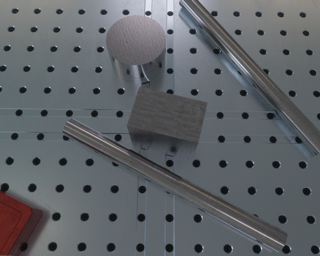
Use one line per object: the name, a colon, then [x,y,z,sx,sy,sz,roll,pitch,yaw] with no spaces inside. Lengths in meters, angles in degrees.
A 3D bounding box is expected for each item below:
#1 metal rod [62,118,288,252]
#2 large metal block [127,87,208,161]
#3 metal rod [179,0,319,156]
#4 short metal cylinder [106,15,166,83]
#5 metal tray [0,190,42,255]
metal rod: [0.011,0.066,0.387,0.301,0.025,0.025,27,72,9]
large metal block: [0.009,-0.002,0.383,0.080,0.080,0.050,14,71,5]
metal rod: [0.126,-0.087,0.444,0.025,0.025,0.299,-33,74,-11]
short metal cylinder: [-0.032,-0.111,0.438,0.081,0.050,0.080,0,70,0]
metal tray: [-0.213,0.136,0.357,0.090,0.030,0.130,24,72,8]
